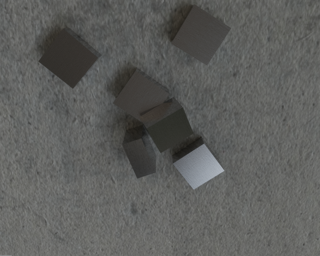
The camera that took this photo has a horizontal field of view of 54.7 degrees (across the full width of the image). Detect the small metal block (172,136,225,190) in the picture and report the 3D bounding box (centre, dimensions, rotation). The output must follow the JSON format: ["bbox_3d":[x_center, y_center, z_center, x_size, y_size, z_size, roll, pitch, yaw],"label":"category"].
[{"bbox_3d":[0.052,0.049,0.429,0.050,0.025,0.050,-34,107,11],"label":"small metal block"}]

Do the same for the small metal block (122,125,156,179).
[{"bbox_3d":[-0.026,0.030,0.407,0.025,0.050,0.050,-19,109,7],"label":"small metal block"}]

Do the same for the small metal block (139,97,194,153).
[{"bbox_3d":[0.009,-0.003,0.393,0.050,0.025,0.050,-31,134,-4],"label":"small metal block"}]

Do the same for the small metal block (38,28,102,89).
[{"bbox_3d":[-0.108,-0.085,0.377,0.050,0.025,0.050,40,105,-14],"label":"small metal block"}]

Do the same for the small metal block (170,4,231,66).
[{"bbox_3d":[0.047,-0.111,0.370,0.050,0.025,0.050,29,107,-11],"label":"small metal block"}]

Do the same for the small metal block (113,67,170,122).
[{"bbox_3d":[-0.023,-0.040,0.395,0.050,0.025,0.050,34,106,-12],"label":"small metal block"}]
